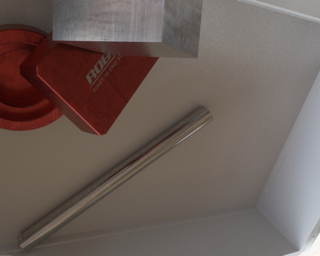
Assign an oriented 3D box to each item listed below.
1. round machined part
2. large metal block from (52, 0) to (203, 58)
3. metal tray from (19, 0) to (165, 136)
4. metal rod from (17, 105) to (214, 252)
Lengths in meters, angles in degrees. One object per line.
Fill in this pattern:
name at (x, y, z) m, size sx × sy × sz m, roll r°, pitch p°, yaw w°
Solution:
round machined part at (-0.133, -0.049, 0.295) m, size 0.099 × 0.042 × 0.097 m, roll -14°, pitch 124°, yaw -21°
large metal block at (-0.019, -0.083, 0.231) m, size 0.080 × 0.080 × 0.050 m, roll -13°, pitch 109°, yaw -67°
metal tray at (-0.054, -0.070, 0.296) m, size 0.130 × 0.030 × 0.090 m, roll -59°, pitch 135°, yaw -22°
metal rod at (-0.055, 0.065, 0.419) m, size 0.301 × 0.025 × 0.025 m, roll -35°, pitch 129°, yaw -5°
